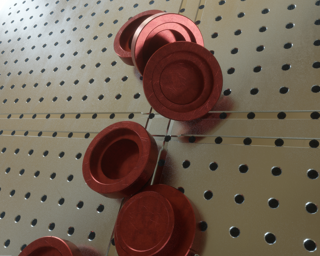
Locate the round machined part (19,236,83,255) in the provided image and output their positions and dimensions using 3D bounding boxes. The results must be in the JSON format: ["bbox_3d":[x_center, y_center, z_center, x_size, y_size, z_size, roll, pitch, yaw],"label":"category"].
[{"bbox_3d":[-0.125,0.178,0.355,0.098,0.042,0.098,-13,56,21],"label":"round machined part"}]

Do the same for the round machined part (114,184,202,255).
[{"bbox_3d":[-0.008,0.107,0.337,0.098,0.042,0.098,-13,56,21],"label":"round machined part"}]

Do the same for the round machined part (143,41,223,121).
[{"bbox_3d":[0.027,-0.058,0.398,0.099,0.042,0.097,0,93,-4],"label":"round machined part"}]

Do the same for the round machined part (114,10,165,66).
[{"bbox_3d":[-0.021,-0.137,0.492,0.098,0.042,0.098,-14,55,21],"label":"round machined part"}]

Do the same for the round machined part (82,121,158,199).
[{"bbox_3d":[-0.046,0.043,0.395,0.098,0.042,0.098,-14,55,21],"label":"round machined part"}]

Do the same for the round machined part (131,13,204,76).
[{"bbox_3d":[0.008,-0.109,0.430,0.098,0.098,0.042,-40,30,1],"label":"round machined part"}]
